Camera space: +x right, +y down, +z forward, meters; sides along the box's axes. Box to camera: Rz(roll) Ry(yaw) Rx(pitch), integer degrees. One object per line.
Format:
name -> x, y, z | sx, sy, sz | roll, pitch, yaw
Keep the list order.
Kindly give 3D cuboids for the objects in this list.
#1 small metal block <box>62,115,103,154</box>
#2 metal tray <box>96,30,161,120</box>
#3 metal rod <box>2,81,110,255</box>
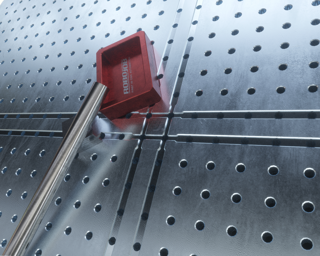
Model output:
small metal block -> -0.117, 0.006, 0.464 | 0.050, 0.025, 0.050 | -26, 53, 11
metal tray -> -0.052, -0.084, 0.482 | 0.090, 0.030, 0.130 | -20, 54, 16
metal rod -> -0.146, 0.073, 0.415 | 0.025, 0.025, 0.299 | 18, 78, 35
